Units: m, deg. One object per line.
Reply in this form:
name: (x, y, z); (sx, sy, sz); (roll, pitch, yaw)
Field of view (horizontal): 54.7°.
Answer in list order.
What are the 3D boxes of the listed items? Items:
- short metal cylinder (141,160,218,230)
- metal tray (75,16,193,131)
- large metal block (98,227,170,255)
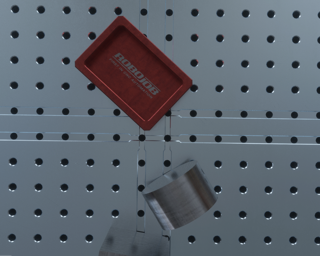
short metal cylinder: (0.024, 0.082, 0.386); (0.080, 0.080, 0.050); (-30, 91, 0)
metal tray: (-0.034, -0.070, 0.410); (0.130, 0.030, 0.090); (43, 90, -1)
large metal block: (-0.033, 0.168, 0.386); (0.080, 0.080, 0.050); (10, 90, -1)
